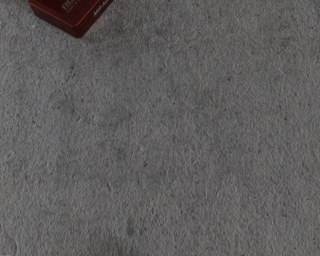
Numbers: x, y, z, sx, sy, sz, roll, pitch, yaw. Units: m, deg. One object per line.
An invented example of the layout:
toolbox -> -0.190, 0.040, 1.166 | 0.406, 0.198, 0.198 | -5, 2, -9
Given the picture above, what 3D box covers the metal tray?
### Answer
metal tray -> -0.125, -0.211, 0.481 | 0.090, 0.030, 0.130 | 31, 73, 10
